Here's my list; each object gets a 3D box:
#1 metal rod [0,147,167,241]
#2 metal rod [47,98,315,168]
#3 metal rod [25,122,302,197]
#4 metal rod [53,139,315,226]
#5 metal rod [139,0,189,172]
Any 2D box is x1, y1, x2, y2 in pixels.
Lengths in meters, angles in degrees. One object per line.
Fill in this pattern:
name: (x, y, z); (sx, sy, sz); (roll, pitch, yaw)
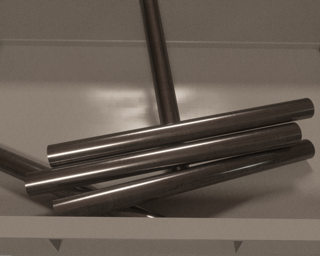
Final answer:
metal rod: (-0.135, 0.056, 0.355); (0.301, 0.025, 0.025); (19, 53, 15)
metal rod: (0.030, 0.003, 0.351); (0.302, 0.025, 0.025); (-10, 51, -7)
metal rod: (0.012, 0.032, 0.342); (0.302, 0.025, 0.025); (-10, 51, -8)
metal rod: (0.042, 0.053, 0.339); (0.302, 0.025, 0.025); (-11, 51, -18)
metal rod: (-0.001, -0.090, 0.402); (0.025, 0.025, 0.299); (-8, 75, -7)
